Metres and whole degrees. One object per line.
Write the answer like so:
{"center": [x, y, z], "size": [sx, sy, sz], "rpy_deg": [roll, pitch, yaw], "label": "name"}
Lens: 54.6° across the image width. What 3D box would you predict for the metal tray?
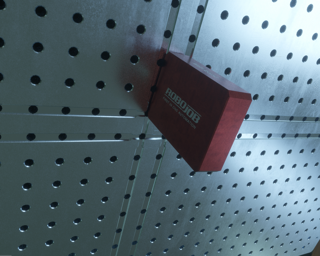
{"center": [0.035, -0.023, 0.348], "size": [0.030, 0.130, 0.089], "rpy_deg": [4, 116, -30], "label": "metal tray"}
